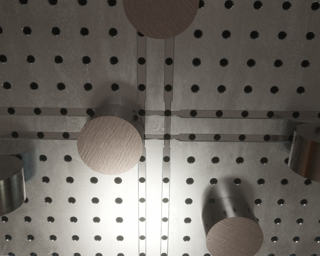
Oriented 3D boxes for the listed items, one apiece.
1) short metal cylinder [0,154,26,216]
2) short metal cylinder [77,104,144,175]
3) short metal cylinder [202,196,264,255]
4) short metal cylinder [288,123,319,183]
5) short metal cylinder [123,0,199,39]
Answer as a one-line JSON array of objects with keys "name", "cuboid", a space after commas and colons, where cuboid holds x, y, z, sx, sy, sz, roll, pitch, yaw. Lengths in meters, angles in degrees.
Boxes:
[{"name": "short metal cylinder", "cuboid": [-0.223, 0.075, 0.409, 0.081, 0.080, 0.050, 4, 110, -2]}, {"name": "short metal cylinder", "cuboid": [-0.062, 0.014, 0.404, 0.081, 0.050, 0.079, 0, 110, -1]}, {"name": "short metal cylinder", "cuboid": [0.105, 0.149, 0.457, 0.081, 0.050, 0.079, 0, 110, -1]}, {"name": "short metal cylinder", "cuboid": [0.212, 0.031, 0.398, 0.081, 0.080, 0.050, 1, 110, -1]}, {"name": "short metal cylinder", "cuboid": [0.001, -0.143, 0.347, 0.081, 0.050, 0.079, 0, 110, -1]}]
